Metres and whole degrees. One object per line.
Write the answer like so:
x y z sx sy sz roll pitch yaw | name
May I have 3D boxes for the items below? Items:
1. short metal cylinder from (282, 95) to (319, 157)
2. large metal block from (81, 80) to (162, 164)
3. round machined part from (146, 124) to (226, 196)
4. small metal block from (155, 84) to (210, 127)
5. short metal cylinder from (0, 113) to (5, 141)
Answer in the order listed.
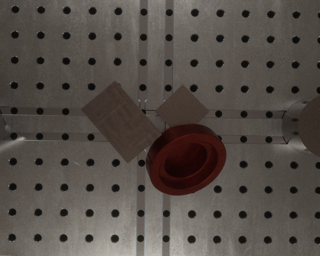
0.209 -0.002 0.404 0.081 0.050 0.079 0 90 -1 | short metal cylinder
-0.043 -0.007 0.385 0.050 0.080 0.080 -41 90 0 | large metal block
0.029 0.035 0.390 0.099 0.042 0.097 -10 126 -14 | round machined part
0.029 -0.022 0.414 0.050 0.025 0.050 -44 91 0 | small metal block
-0.240 -0.010 0.383 0.050 0.080 0.080 -25 90 0 | short metal cylinder
